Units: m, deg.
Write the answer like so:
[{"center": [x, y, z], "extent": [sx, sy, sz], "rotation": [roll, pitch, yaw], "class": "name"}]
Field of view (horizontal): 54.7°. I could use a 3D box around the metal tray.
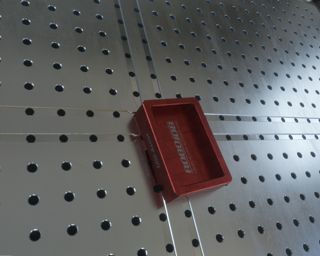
[{"center": [0.030, 0.023, 0.408], "extent": [0.091, 0.030, 0.130], "rotation": [-7, 65, -32], "class": "metal tray"}]
